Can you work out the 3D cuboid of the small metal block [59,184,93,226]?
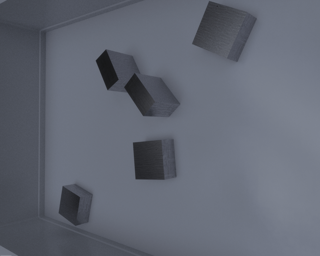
[{"bbox_3d":[-0.142,0.128,0.521,0.050,0.025,0.050,18,101,38],"label":"small metal block"}]

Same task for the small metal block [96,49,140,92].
[{"bbox_3d":[-0.055,-0.078,0.434,0.025,0.050,0.050,-37,68,34],"label":"small metal block"}]

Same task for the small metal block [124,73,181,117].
[{"bbox_3d":[-0.010,-0.041,0.397,0.025,0.050,0.050,-49,62,29],"label":"small metal block"}]

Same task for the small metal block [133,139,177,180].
[{"bbox_3d":[-0.007,0.042,0.411,0.050,0.025,0.050,-7,85,39],"label":"small metal block"}]

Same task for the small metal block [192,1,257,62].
[{"bbox_3d":[0.071,-0.108,0.347,0.050,0.025,0.050,34,111,34],"label":"small metal block"}]
